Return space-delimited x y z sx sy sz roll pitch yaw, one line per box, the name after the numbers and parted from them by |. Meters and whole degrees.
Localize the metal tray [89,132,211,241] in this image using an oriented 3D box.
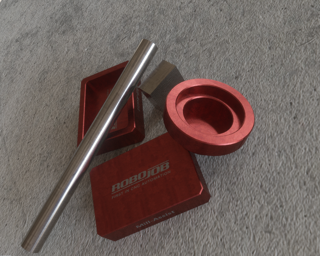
-0.017 0.066 0.367 0.130 0.030 0.090 -26 53 11 | metal tray

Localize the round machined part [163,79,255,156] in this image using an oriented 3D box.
0.052 -0.008 0.351 0.099 0.042 0.098 5 50 -6 | round machined part

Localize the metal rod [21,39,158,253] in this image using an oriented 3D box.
-0.087 0.018 0.398 0.025 0.025 0.299 25 83 36 | metal rod

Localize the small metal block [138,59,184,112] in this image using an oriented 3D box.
0.006 -0.054 0.417 0.050 0.050 0.025 -49 52 -6 | small metal block

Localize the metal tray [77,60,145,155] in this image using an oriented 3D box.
-0.073 -0.030 0.455 0.090 0.030 0.130 -18 55 17 | metal tray
